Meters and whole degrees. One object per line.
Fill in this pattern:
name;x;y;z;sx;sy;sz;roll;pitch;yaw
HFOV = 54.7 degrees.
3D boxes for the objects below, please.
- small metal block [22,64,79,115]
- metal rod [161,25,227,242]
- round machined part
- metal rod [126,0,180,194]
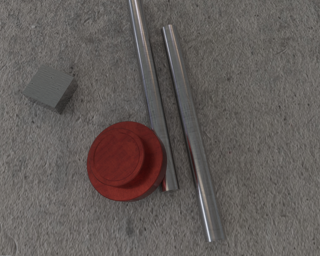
small metal block;-0.150;-0.053;0.426;0.050;0.025;0.050;24;72;8
metal rod;0.039;-0.008;0.411;0.025;0.025;0.299;-9;70;-4
round machined part;-0.044;0.038;0.371;0.098;0.042;0.098;-5;72;15
metal rod;-0.014;-0.060;0.430;0.025;0.025;0.299;-9;70;-4
